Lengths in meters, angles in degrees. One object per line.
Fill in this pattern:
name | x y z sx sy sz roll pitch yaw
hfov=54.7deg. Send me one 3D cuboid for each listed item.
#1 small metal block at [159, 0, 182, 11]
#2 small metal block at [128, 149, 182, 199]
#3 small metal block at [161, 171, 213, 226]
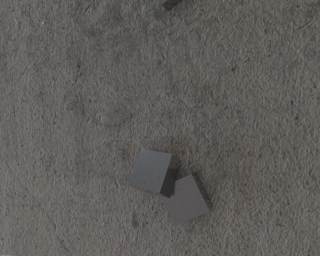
small metal block | 0.014 -0.192 0.404 0.050 0.025 0.050 -34 79 16
small metal block | -0.006 0.057 0.395 0.050 0.025 0.050 6 67 36
small metal block | 0.033 0.090 0.397 0.050 0.025 0.050 -28 81 17
